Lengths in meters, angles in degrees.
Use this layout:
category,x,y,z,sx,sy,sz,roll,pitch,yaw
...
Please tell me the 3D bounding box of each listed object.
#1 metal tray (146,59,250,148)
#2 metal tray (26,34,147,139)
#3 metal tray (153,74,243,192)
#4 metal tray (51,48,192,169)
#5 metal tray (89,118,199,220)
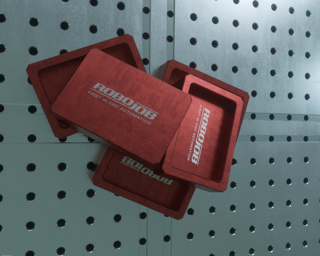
category,x,y,z,sx,sy,sz,roll,pitch,yaw
metal tray,0.052,-0.027,0.428,0.131,0.030,0.090,20,83,-18
metal tray,-0.081,-0.052,0.380,0.131,0.030,0.090,-24,98,-18
metal tray,0.051,0.008,0.395,0.090,0.030,0.130,21,71,-19
metal tray,-0.041,-0.023,0.351,0.130,0.030,0.090,27,72,4
metal tray,-0.013,0.054,0.405,0.131,0.030,0.090,28,81,-18
